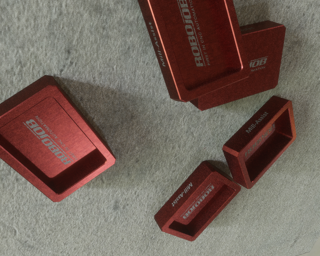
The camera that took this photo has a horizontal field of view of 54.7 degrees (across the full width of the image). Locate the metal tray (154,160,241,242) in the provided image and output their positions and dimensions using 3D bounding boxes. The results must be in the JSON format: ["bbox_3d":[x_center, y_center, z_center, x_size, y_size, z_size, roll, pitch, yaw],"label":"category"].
[{"bbox_3d":[0.064,0.125,0.518,0.130,0.030,0.090,-50,129,7],"label":"metal tray"}]

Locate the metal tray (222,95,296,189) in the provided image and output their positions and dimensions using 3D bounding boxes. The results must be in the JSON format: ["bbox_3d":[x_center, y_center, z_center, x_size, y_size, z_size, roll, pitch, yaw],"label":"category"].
[{"bbox_3d":[0.161,0.022,0.488,0.130,0.030,0.090,-42,131,-17],"label":"metal tray"}]

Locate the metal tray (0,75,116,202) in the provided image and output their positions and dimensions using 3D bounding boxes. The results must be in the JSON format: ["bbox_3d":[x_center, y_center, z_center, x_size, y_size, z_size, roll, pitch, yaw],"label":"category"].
[{"bbox_3d":[-0.121,0.017,0.348,0.090,0.030,0.130,-35,129,-5],"label":"metal tray"}]

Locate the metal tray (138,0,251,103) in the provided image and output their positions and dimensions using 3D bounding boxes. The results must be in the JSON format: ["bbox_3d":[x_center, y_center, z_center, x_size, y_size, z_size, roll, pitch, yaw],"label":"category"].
[{"bbox_3d":[0.037,-0.103,0.331,0.091,0.030,0.129,-23,105,-15],"label":"metal tray"}]

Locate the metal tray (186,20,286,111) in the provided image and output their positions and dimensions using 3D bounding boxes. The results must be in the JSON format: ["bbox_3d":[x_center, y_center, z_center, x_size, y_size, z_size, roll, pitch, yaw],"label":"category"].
[{"bbox_3d":[0.100,-0.083,0.409,0.131,0.030,0.089,-18,126,-19],"label":"metal tray"}]
